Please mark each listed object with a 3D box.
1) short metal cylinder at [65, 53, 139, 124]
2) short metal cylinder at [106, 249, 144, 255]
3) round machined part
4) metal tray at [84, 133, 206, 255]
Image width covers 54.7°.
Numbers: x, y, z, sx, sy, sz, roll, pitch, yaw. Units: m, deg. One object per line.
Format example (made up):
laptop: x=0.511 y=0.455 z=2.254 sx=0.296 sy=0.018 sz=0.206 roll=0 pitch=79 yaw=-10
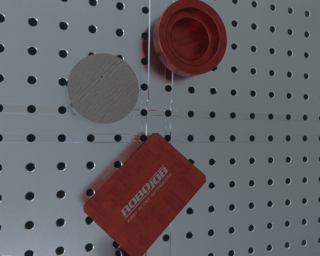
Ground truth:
short metal cylinder: x=-0.071 y=-0.045 z=0.373 sx=0.081 sy=0.050 sz=0.079 roll=0 pitch=90 yaw=-20
short metal cylinder: x=-0.042 y=0.199 z=0.384 sx=0.081 sy=0.050 sz=0.079 roll=0 pitch=90 yaw=-20
round machined part: x=0.037 y=-0.118 z=0.417 sx=0.099 sy=0.042 sz=0.097 roll=0 pitch=90 yaw=-20
metal tray: x=-0.018 y=0.082 z=0.389 sx=0.090 sy=0.030 sz=0.130 roll=42 pitch=76 yaw=5
